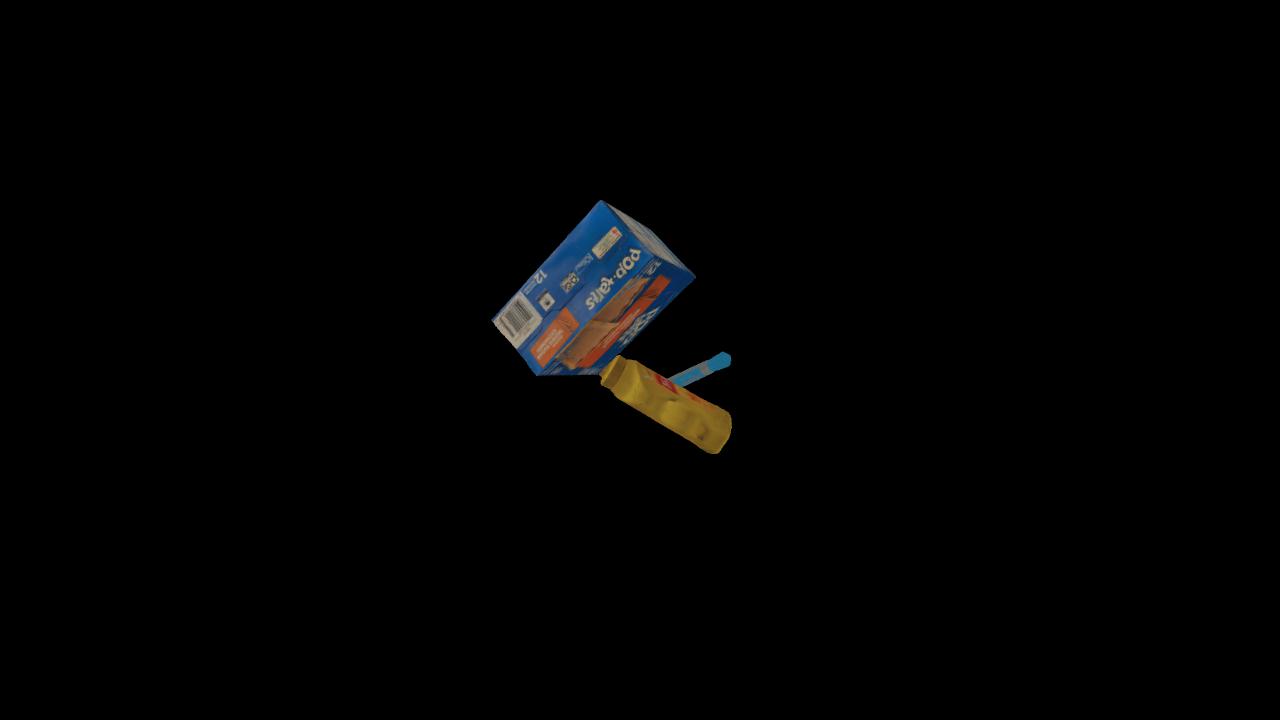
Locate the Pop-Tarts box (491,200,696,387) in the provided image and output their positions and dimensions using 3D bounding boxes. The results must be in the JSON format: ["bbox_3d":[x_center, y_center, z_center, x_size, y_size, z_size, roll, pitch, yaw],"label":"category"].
[{"bbox_3d":[-0.043,-0.066,0.649,0.167,0.083,0.141,-44,-15,15],"label":"Pop-Tarts box"}]

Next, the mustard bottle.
[{"bbox_3d":[0.021,0.046,0.752,0.184,0.054,0.092,30,18,-7],"label":"mustard bottle"}]

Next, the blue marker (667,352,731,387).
[{"bbox_3d":[0.065,0.017,0.756,0.020,0.020,0.121,0,-20,-42],"label":"blue marker"}]
